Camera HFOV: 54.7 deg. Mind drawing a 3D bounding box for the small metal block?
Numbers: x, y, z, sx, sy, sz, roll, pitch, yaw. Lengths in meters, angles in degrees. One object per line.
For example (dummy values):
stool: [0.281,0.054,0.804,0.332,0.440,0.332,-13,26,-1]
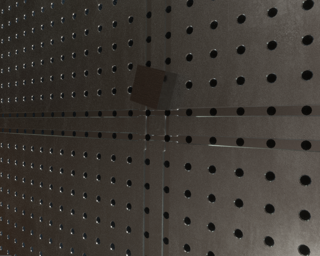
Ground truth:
small metal block: [-0.009,-0.054,0.415,0.050,0.025,0.050,22,104,37]
